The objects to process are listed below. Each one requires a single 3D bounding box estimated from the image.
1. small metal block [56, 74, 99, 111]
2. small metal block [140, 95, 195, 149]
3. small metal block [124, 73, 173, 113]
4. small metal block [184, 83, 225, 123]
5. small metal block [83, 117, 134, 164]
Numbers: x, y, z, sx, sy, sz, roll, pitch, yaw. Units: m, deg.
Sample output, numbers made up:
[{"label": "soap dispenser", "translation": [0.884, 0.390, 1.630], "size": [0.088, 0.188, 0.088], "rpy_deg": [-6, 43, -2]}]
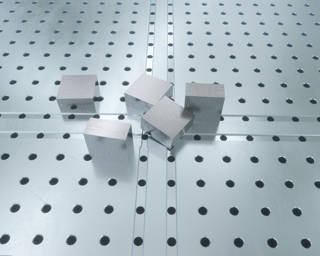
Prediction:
[{"label": "small metal block", "translation": [-0.118, -0.051, 0.451], "size": [0.050, 0.025, 0.050], "rpy_deg": [-1, 50, -1]}, {"label": "small metal block", "translation": [0.010, -0.008, 0.411], "size": [0.050, 0.025, 0.050], "rpy_deg": [35, 58, 16]}, {"label": "small metal block", "translation": [-0.016, -0.048, 0.448], "size": [0.050, 0.025, 0.050], "rpy_deg": [24, 54, 19]}, {"label": "small metal block", "translation": [0.058, -0.033, 0.420], "size": [0.050, 0.050, 0.025], "rpy_deg": [3, 50, 2]}, {"label": "small metal block", "translation": [-0.061, 0.016, 0.378], "size": [0.050, 0.050, 0.025], "rpy_deg": [8, 51, 7]}]
